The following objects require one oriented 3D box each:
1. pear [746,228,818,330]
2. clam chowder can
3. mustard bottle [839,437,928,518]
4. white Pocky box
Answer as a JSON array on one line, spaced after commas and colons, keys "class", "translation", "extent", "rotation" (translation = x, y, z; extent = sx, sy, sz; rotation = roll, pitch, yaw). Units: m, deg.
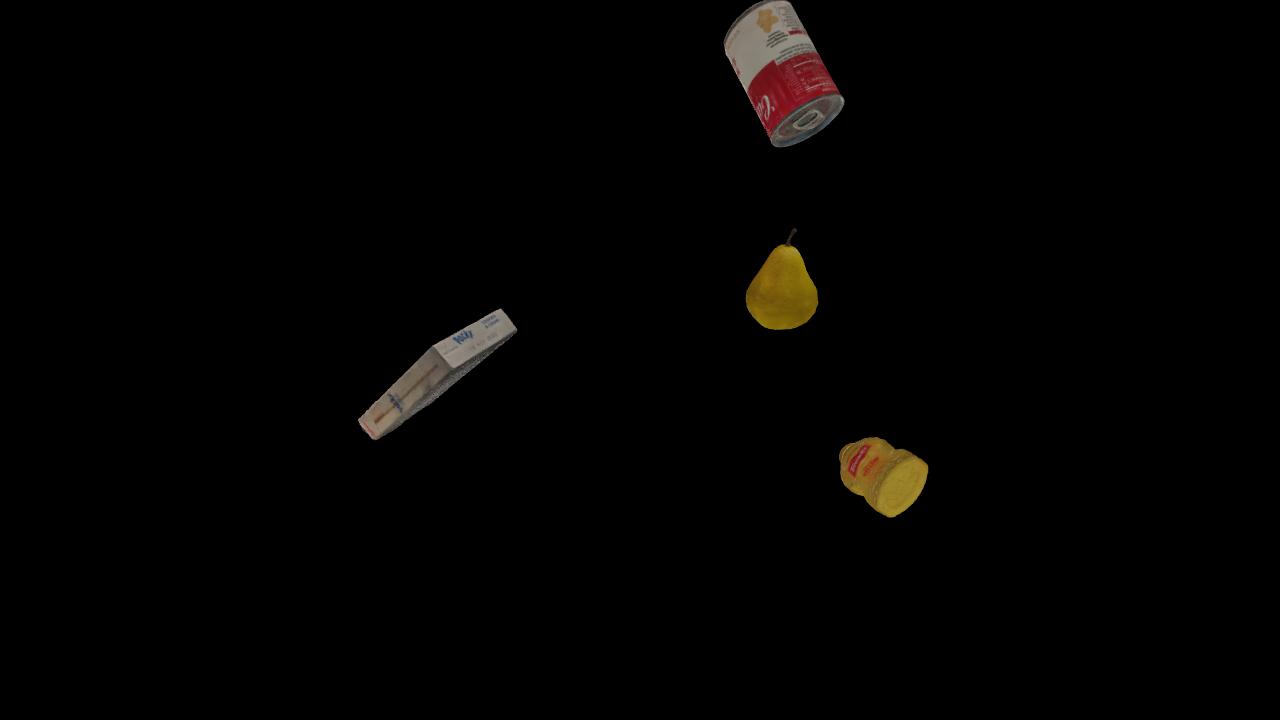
[{"class": "pear", "translation": [0.157, -0.090, 0.688], "extent": [0.080, 0.111, 0.080], "rotation": [-10, 27, 5]}, {"class": "clam chowder can", "translation": [0.123, -0.249, 0.534], "extent": [0.068, 0.102, 0.068], "rotation": [-23, -8, -4]}, {"class": "mustard bottle", "translation": [0.337, 0.158, 0.893], "extent": [0.054, 0.092, 0.184], "rotation": [29, 3, -7]}, {"class": "white Pocky box", "translation": [-0.179, 0.014, 0.539], "extent": [0.154, 0.028, 0.084], "rotation": [-33, 7, 38]}]
